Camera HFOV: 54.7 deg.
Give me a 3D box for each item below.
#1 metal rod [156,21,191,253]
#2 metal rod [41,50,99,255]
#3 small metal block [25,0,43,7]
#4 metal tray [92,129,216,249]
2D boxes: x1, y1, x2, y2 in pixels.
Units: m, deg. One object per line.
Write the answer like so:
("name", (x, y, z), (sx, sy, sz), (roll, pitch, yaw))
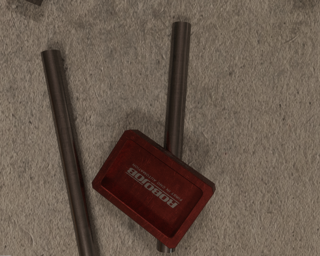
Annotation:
("metal rod", (0.018, 0.012, 0.410), (0.025, 0.025, 0.298), (4, 90, -1))
("metal rod", (-0.116, 0.047, 0.408), (0.025, 0.025, 0.298), (-11, 90, 0))
("small metal block", (-0.176, -0.197, 0.408), (0.050, 0.025, 0.050), (22, 90, -1))
("metal tray", (-0.009, 0.072, 0.386), (0.130, 0.030, 0.090), (35, 98, 13))
